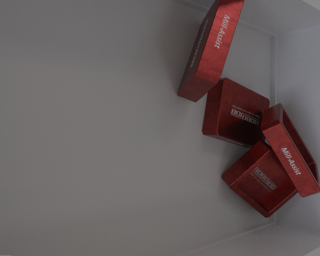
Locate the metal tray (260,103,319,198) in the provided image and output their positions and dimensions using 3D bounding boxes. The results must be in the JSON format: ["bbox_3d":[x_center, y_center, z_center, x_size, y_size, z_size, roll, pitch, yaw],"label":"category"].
[{"bbox_3d":[0.209,0.033,0.493,0.130,0.030,0.090,57,29,-7],"label":"metal tray"}]

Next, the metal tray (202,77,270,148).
[{"bbox_3d":[0.129,-0.020,0.511,0.131,0.030,0.090,16,80,-39],"label":"metal tray"}]

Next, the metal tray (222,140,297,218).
[{"bbox_3d":[0.176,0.089,0.521,0.090,0.030,0.130,-45,123,8],"label":"metal tray"}]

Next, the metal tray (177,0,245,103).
[{"bbox_3d":[0.066,-0.108,0.417,0.030,0.090,0.130,21,75,-7],"label":"metal tray"}]
